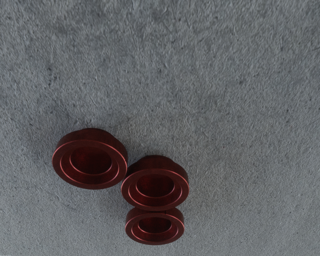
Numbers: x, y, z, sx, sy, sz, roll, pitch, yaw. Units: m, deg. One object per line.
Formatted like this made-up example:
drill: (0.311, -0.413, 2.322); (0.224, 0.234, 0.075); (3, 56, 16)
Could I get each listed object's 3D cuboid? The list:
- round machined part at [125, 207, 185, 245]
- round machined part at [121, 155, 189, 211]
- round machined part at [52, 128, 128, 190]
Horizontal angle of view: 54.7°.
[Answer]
round machined part: (-0.008, 0.156, 0.528); (0.099, 0.042, 0.097); (0, 130, 0)
round machined part: (-0.007, 0.078, 0.462); (0.099, 0.042, 0.097); (0, 130, 0)
round machined part: (-0.093, 0.038, 0.427); (0.099, 0.042, 0.097); (0, 130, 0)
